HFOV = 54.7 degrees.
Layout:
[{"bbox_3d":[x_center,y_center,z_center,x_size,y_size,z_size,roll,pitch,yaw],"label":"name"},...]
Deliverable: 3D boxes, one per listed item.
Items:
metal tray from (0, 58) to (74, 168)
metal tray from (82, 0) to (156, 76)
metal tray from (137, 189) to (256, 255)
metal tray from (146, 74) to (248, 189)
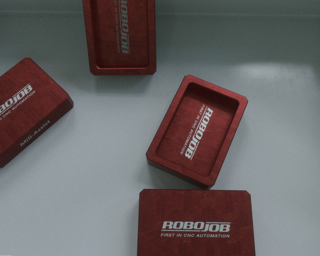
[{"bbox_3d":[-0.195,-0.022,0.414,0.090,0.030,0.130,42,75,14],"label":"metal tray"},{"bbox_3d":[-0.051,-0.137,0.412,0.091,0.030,0.129,-1,114,1],"label":"metal tray"},{"bbox_3d":[0.041,0.120,0.363,0.131,0.030,0.090,1,70,0],"label":"metal tray"},{"bbox_3d":[0.049,0.003,0.405,0.090,0.030,0.130,24,72,8],"label":"metal tray"}]
